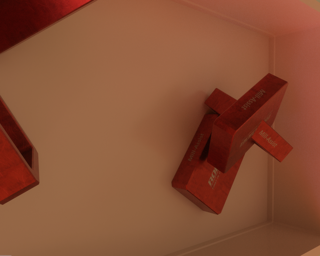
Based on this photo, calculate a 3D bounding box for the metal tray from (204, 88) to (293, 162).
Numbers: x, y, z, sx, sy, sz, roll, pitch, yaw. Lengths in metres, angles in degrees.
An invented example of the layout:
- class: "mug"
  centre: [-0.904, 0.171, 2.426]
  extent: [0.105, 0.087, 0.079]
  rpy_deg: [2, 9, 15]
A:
- class: "metal tray"
  centre: [0.137, -0.004, 0.480]
  extent: [0.130, 0.090, 0.030]
  rpy_deg: [33, 98, -36]

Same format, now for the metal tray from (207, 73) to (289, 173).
- class: "metal tray"
  centre: [0.121, -0.007, 0.428]
  extent: [0.131, 0.030, 0.089]
  rpy_deg: [-38, 148, -28]

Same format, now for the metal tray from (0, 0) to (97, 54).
- class: "metal tray"
  centre: [-0.115, -0.121, 0.244]
  extent: [0.090, 0.130, 0.030]
  rpy_deg: [61, 26, -23]

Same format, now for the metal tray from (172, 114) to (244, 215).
- class: "metal tray"
  centre: [0.081, 0.053, 0.474]
  extent: [0.090, 0.030, 0.130]
  rpy_deg: [43, 64, -32]

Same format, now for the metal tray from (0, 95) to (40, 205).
- class: "metal tray"
  centre: [-0.143, -0.014, 0.241]
  extent: [0.030, 0.090, 0.129]
  rpy_deg: [-31, 111, -14]
